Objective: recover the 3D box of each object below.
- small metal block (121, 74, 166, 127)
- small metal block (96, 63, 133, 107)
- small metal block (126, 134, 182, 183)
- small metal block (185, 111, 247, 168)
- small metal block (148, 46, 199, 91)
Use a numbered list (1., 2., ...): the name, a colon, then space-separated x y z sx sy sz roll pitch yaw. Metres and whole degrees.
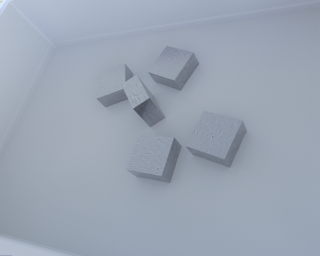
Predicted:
1. small metal block: -0.022 -0.037 0.422 0.025 0.050 0.050 -33 52 6
2. small metal block: -0.070 -0.066 0.481 0.050 0.025 0.050 -17 55 18
3. small metal block: -0.007 0.037 0.386 0.050 0.025 0.050 5 64 30
4. small metal block: 0.066 0.012 0.363 0.050 0.025 0.050 18 71 34
5. small metal block: 0.020 -0.087 0.448 0.050 0.025 0.050 25 75 36
